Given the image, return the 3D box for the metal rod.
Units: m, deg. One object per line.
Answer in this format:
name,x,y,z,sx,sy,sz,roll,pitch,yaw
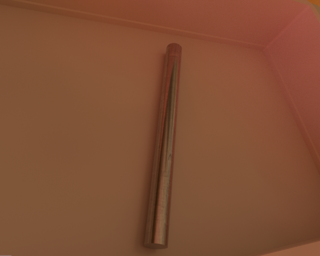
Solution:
metal rod,0.009,0.000,0.407,0.025,0.025,0.300,18,55,-18
